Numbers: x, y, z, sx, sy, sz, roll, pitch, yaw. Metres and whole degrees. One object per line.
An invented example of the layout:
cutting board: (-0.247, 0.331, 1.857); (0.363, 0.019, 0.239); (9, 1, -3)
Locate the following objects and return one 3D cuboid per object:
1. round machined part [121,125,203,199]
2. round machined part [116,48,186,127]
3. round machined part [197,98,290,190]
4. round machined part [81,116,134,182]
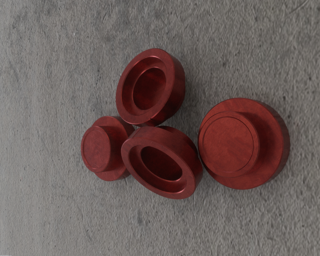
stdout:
round machined part: (0.006, 0.036, 0.368); (0.098, 0.042, 0.097); (21, 138, 20)
round machined part: (-0.007, -0.046, 0.390); (0.098, 0.042, 0.098); (-16, 65, 38)
round machined part: (0.081, 0.016, 0.327); (0.098, 0.042, 0.097); (0, 90, 40)
round machined part: (-0.080, 0.031, 0.461); (0.098, 0.042, 0.097); (0, 90, 40)
